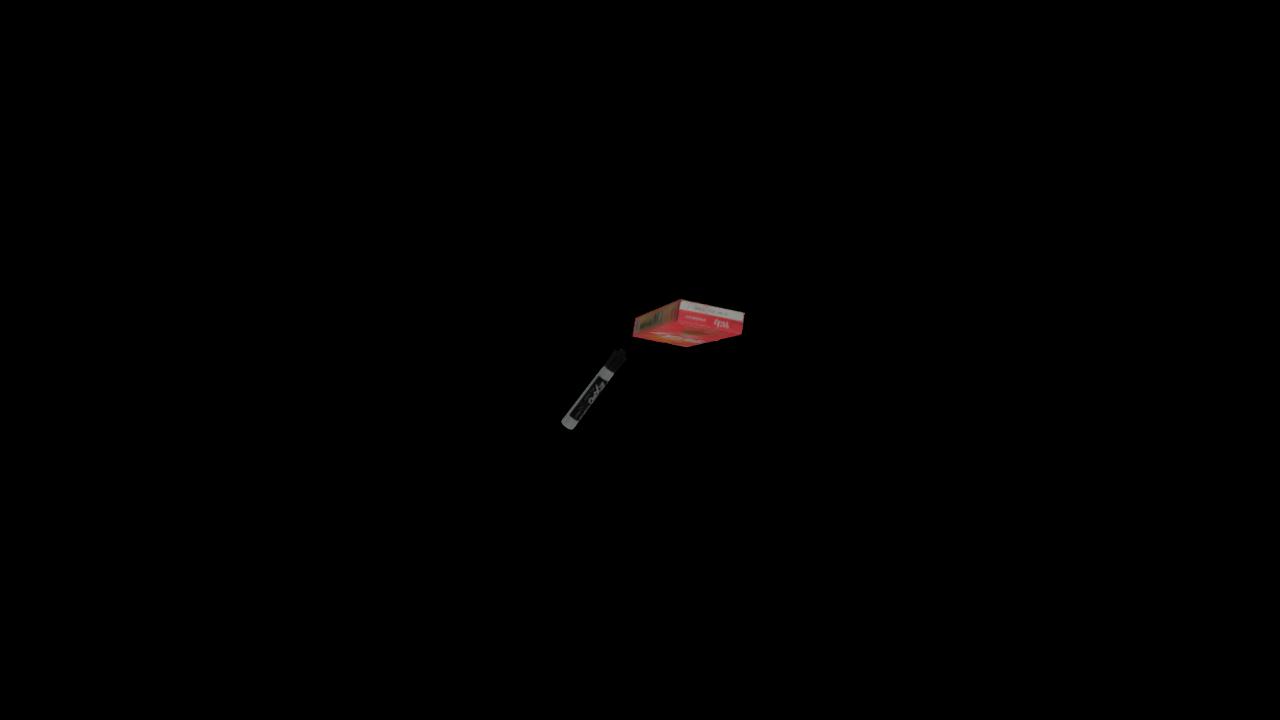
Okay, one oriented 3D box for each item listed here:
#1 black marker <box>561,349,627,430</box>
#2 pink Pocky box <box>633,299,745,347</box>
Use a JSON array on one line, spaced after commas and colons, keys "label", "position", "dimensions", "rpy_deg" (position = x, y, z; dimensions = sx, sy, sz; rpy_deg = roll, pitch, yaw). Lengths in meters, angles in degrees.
[{"label": "black marker", "position": [-0.056, 0.036, 0.764], "dimensions": [0.020, 0.121, 0.020], "rpy_deg": [35, 13, -9]}, {"label": "pink Pocky box", "position": [0.055, -0.042, 0.760], "dimensions": [0.084, 0.029, 0.155], "rpy_deg": [11, -8, -19]}]
